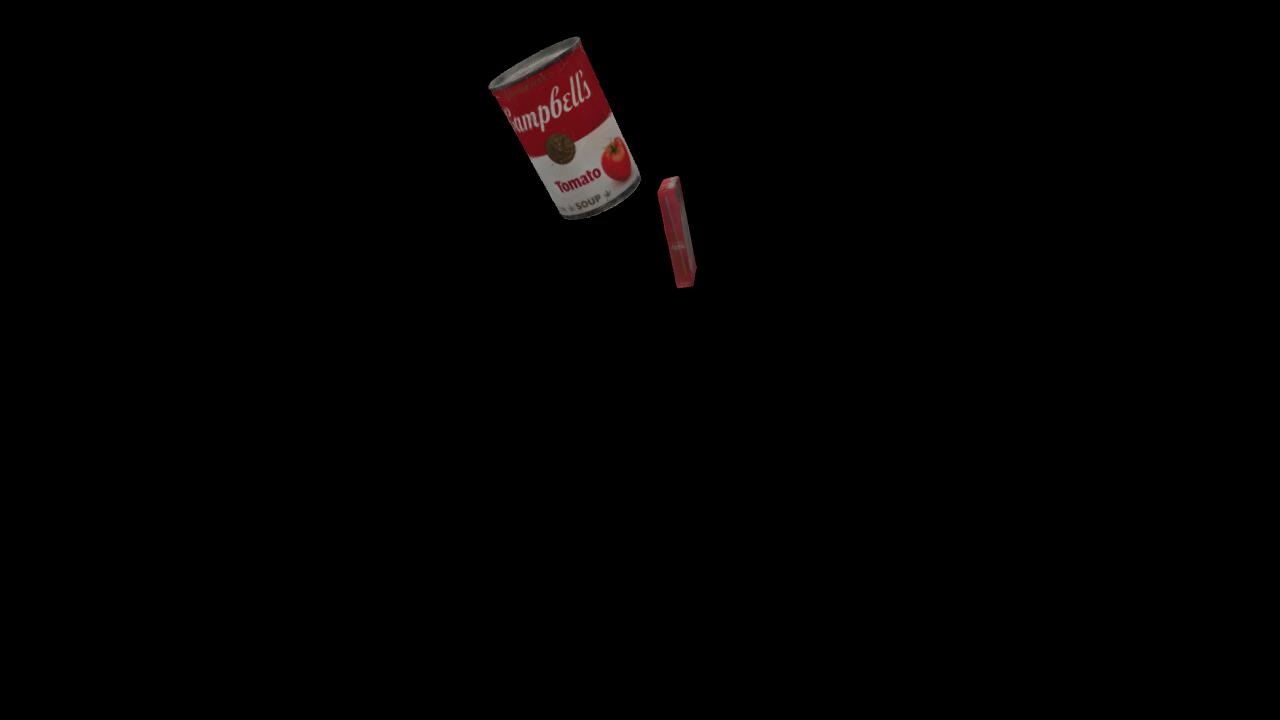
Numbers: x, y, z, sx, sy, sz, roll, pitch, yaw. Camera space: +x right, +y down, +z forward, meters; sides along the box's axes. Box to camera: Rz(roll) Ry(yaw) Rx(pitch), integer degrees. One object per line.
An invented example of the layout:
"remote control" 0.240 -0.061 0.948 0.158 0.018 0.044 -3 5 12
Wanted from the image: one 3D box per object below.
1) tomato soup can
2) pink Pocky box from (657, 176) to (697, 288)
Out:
"tomato soup can" -0.049 -0.156 0.425 0.068 0.101 0.068 -19 35 14
"pink Pocky box" 0.059 -0.197 0.948 0.029 0.155 0.084 -8 27 13
